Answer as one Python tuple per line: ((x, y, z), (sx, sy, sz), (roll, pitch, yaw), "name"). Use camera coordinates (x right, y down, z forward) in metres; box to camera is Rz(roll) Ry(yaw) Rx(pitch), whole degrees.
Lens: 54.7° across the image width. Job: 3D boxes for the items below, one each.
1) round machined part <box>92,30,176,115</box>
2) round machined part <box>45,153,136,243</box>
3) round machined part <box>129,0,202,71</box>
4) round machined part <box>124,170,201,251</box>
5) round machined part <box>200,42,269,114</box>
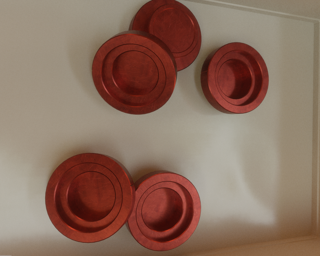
((-0.028, -0.069, 0.375), (0.099, 0.042, 0.097), (4, 119, 7), "round machined part")
((-0.077, 0.078, 0.361), (0.099, 0.042, 0.097), (-1, 83, 5), "round machined part")
((0.011, -0.122, 0.407), (0.099, 0.042, 0.097), (0, 90, -21), "round machined part")
((0.000, 0.104, 0.403), (0.099, 0.042, 0.097), (0, 90, -21), "round machined part")
((0.101, -0.068, 0.440), (0.099, 0.042, 0.097), (0, 90, -21), "round machined part")
